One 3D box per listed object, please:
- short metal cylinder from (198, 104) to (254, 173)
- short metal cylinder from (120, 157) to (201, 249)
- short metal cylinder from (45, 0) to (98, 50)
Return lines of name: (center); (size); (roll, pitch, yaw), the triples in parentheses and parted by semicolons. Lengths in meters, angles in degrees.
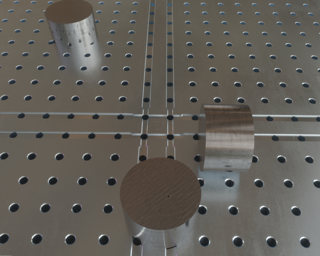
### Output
short metal cylinder: (0.074, 0.012, 0.362); (0.050, 0.080, 0.080); (1, 50, 1)
short metal cylinder: (0.001, 0.078, 0.326); (0.081, 0.050, 0.080); (0, 50, 0)
short metal cylinder: (-0.154, -0.183, 0.544); (0.081, 0.050, 0.080); (0, 50, 0)
